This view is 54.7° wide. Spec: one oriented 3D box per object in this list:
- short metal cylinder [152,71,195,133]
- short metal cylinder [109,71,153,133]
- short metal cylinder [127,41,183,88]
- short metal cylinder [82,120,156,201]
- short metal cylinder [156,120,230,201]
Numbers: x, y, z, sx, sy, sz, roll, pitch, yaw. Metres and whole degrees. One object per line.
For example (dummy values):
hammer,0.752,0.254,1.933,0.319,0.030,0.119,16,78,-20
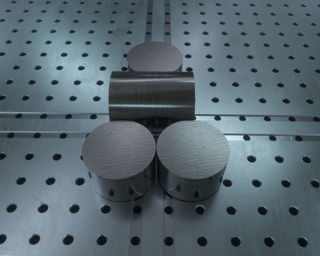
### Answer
short metal cylinder,0.016,-0.033,0.400,0.050,0.080,0.080,0,50,0
short metal cylinder,-0.035,-0.033,0.400,0.050,0.080,0.080,0,50,0
short metal cylinder,-0.007,-0.085,0.462,0.081,0.050,0.080,0,50,0
short metal cylinder,-0.045,0.037,0.358,0.081,0.050,0.080,0,50,0
short metal cylinder,0.036,0.037,0.359,0.081,0.050,0.080,0,50,0
